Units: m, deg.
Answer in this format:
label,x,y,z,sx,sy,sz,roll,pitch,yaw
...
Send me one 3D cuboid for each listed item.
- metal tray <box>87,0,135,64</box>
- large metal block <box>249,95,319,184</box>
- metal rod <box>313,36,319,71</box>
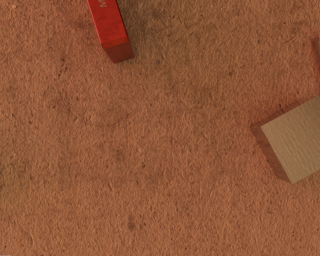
label,x,y,z,sx,sy,sz,roll,pitch,yaw
metal tray,-0.067,-0.152,0.376,0.030,0.090,0.129,-18,90,0
large metal block,0.176,0.014,0.400,0.080,0.050,0.080,-28,90,0
metal rod,0.249,0.024,0.413,0.025,0.025,0.298,-12,90,0
